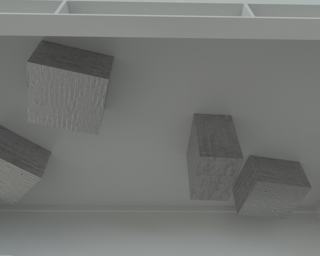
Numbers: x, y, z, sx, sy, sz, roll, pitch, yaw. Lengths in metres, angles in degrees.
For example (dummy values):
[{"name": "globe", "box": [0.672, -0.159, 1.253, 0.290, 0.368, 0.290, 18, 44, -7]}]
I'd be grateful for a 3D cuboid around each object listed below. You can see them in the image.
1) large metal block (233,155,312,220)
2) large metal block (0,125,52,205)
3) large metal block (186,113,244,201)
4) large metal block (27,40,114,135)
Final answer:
[{"name": "large metal block", "box": [0.166, 0.092, 0.472, 0.081, 0.050, 0.079, 8, 130, -7]}, {"name": "large metal block", "box": [-0.216, 0.053, 0.436, 0.080, 0.050, 0.080, 35, 122, -26]}, {"name": "large metal block", "box": [0.067, 0.038, 0.406, 0.050, 0.080, 0.079, 3, 130, -3]}, {"name": "large metal block", "box": [-0.102, -0.044, 0.354, 0.081, 0.050, 0.079, 11, 129, -10]}]
